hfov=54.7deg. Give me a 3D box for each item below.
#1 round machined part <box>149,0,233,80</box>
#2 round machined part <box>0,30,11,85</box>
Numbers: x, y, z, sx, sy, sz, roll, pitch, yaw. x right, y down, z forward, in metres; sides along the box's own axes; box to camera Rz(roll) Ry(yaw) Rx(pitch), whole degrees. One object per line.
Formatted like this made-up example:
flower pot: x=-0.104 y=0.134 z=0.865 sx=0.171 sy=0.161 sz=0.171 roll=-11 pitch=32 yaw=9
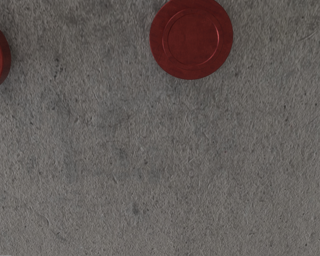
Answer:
round machined part: x=0.037 y=-0.104 z=0.362 sx=0.099 sy=0.042 sz=0.097 roll=0 pitch=110 yaw=0
round machined part: x=-0.225 y=-0.089 z=0.366 sx=0.099 sy=0.042 sz=0.097 roll=0 pitch=110 yaw=0
